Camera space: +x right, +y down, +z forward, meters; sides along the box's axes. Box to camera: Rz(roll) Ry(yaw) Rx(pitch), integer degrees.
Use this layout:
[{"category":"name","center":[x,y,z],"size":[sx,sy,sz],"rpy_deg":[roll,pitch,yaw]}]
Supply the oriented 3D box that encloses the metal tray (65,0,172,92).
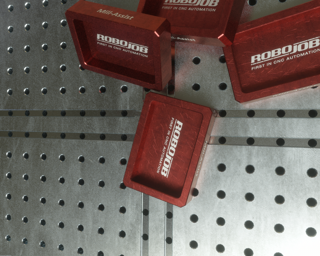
[{"category":"metal tray","center":[-0.051,-0.105,0.398],"size":[0.130,0.090,0.030],"rpy_deg":[19,53,19]}]

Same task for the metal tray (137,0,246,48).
[{"category":"metal tray","center":[0.035,-0.153,0.378],"size":[0.130,0.030,0.090],"rpy_deg":[17,92,33]}]

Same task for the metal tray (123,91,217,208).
[{"category":"metal tray","center":[0.012,0.026,0.406],"size":[0.090,0.030,0.129],"rpy_deg":[17,96,19]}]

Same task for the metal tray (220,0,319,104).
[{"category":"metal tray","center":[0.144,-0.086,0.358],"size":[0.130,0.030,0.090],"rpy_deg":[-14,85,19]}]
